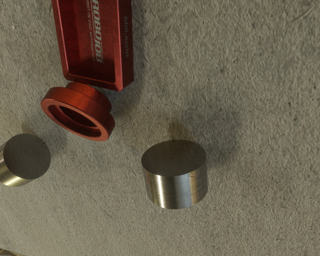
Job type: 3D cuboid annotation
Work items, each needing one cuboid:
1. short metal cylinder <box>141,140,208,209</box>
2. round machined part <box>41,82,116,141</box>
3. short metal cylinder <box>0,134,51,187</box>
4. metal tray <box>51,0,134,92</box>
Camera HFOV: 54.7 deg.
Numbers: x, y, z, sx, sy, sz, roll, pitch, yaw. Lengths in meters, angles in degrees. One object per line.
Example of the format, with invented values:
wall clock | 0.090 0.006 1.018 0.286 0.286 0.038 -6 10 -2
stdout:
short metal cylinder | 0.020 0.057 0.396 0.080 0.080 0.050 7 121 25
round machined part | -0.105 -0.025 0.418 0.098 0.042 0.098 19 155 10
short metal cylinder | -0.237 0.055 0.531 0.050 0.080 0.080 -26 104 37
metal tray | -0.080 -0.115 0.374 0.090 0.030 0.129 14 124 20
